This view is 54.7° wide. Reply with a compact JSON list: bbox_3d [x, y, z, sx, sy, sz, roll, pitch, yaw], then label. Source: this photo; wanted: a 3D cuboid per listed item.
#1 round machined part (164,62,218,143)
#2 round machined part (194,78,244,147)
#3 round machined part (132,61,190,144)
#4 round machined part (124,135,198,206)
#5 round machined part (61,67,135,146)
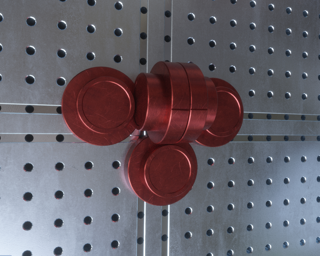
[{"bbox_3d":[0.036,-0.031,0.382,0.042,0.098,0.097,-1,91,-20],"label":"round machined part"},{"bbox_3d":[0.076,-0.022,0.432,0.099,0.042,0.097,0,90,-21],"label":"round machined part"},{"bbox_3d":[-0.005,-0.030,0.366,0.042,0.098,0.097,1,90,-20],"label":"round machined part"},{"bbox_3d":[0.006,0.054,0.407,0.099,0.042,0.097,0,90,-21],"label":"round machined part"},{"bbox_3d":[-0.069,-0.027,0.379,0.099,0.042,0.097,0,90,-21],"label":"round machined part"}]
